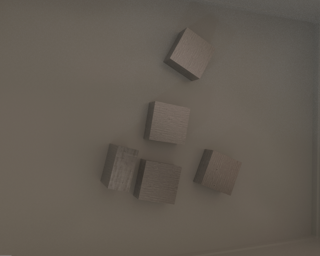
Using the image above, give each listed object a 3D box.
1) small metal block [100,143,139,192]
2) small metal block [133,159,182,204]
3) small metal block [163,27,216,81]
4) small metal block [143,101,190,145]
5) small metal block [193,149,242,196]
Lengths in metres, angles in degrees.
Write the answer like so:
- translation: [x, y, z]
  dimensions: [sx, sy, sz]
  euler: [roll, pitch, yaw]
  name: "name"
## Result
- translation: [-0.051, 0.047, 0.379]
  dimensions: [0.025, 0.050, 0.050]
  euler: [15, 85, -20]
  name: "small metal block"
- translation: [-0.003, 0.071, 0.410]
  dimensions: [0.050, 0.025, 0.050]
  euler: [13, 86, -20]
  name: "small metal block"
- translation: [0.041, -0.100, 0.427]
  dimensions: [0.050, 0.025, 0.050]
  euler: [31, 80, -18]
  name: "small metal block"
- translation: [0.009, -0.006, 0.415]
  dimensions: [0.050, 0.025, 0.050]
  euler: [10, 87, -20]
  name: "small metal block"
- translation: [0.082, 0.063, 0.443]
  dimensions: [0.050, 0.025, 0.050]
  euler: [24, 82, -19]
  name: "small metal block"
